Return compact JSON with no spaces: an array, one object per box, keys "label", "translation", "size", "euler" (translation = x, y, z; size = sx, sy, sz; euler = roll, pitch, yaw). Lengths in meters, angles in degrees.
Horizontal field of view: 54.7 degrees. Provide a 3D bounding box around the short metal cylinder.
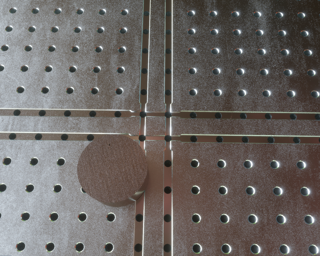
[{"label":"short metal cylinder","translation":[-0.055,0.053,0.378],"size":[0.081,0.050,0.080],"euler":[0,70,0]}]
